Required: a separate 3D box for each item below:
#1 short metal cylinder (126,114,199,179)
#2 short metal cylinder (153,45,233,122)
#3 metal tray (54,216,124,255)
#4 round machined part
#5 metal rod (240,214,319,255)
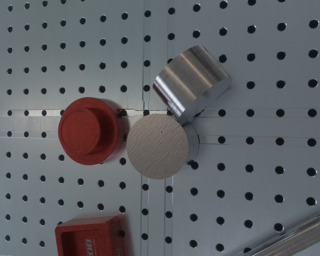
[{"bbox_3d":[0.005,0.022,0.397,0.080,0.050,0.080,0,91,21],"label":"short metal cylinder"},{"bbox_3d":[0.039,-0.052,0.370,0.080,0.080,0.050,-41,77,15],"label":"short metal cylinder"},{"bbox_3d":[-0.096,0.198,0.443,0.090,0.030,0.129,-10,87,19],"label":"metal tray"},{"bbox_3d":[-0.104,0.005,0.440,0.098,0.042,0.097,0,90,20],"label":"round machined part"},{"bbox_3d":[0.084,0.182,0.382,0.300,0.025,0.025,-36,79,16],"label":"metal rod"}]
